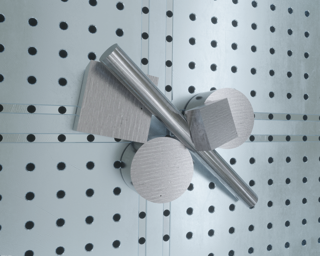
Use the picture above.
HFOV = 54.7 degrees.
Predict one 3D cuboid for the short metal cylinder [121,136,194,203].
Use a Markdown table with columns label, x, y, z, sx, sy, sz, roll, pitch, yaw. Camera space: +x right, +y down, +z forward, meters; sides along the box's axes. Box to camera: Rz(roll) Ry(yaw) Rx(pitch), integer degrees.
| label | x | y | z | sx | sy | sz | roll | pitch | yaw |
| --- | --- | --- | --- | --- | --- | --- | --- | --- | --- |
| short metal cylinder | -0.005 | 0.050 | 0.394 | 0.081 | 0.050 | 0.079 | 0 | 90 | -20 |

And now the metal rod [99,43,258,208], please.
| label | x | y | z | sx | sy | sz | roll | pitch | yaw |
| --- | --- | --- | --- | --- | --- | --- | --- | --- | --- |
| metal rod | 0.041 | 0.015 | 0.387 | 0.300 | 0.025 | 0.025 | 45 | 76 | -29 |

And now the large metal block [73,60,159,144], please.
| label | x | y | z | sx | sy | sz | roll | pitch | yaw |
| --- | --- | --- | --- | --- | --- | --- | --- | --- | --- |
| large metal block | -0.054 | -0.028 | 0.374 | 0.081 | 0.050 | 0.080 | 12 | 86 | -20 |

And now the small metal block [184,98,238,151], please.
| label | x | y | z | sx | sy | sz | roll | pitch | yaw |
| --- | --- | --- | --- | --- | --- | --- | --- | --- | --- |
| small metal block | 0.062 | -0.004 | 0.371 | 0.050 | 0.025 | 0.050 | -22 | 98 | -37 |

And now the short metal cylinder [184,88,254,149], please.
| label | x | y | z | sx | sy | sz | roll | pitch | yaw |
| --- | --- | --- | --- | --- | --- | --- | --- | --- | --- |
| short metal cylinder | 0.080 | -0.013 | 0.425 | 0.081 | 0.050 | 0.079 | 0 | 90 | -20 |
